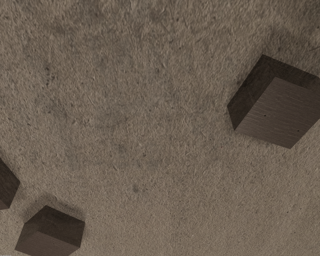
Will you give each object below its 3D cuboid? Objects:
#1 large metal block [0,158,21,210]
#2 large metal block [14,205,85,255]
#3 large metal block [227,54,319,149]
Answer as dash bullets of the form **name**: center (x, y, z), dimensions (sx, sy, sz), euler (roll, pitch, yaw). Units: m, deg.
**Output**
- **large metal block**: center (-0.271, 0.081, 0.456), dimensions (0.080, 0.050, 0.080), euler (-11, 130, 8)
- **large metal block**: center (-0.194, 0.192, 0.551), dimensions (0.080, 0.050, 0.080), euler (35, 122, -26)
- **large metal block**: center (0.139, -0.029, 0.368), dimensions (0.081, 0.050, 0.079), euler (17, 128, -15)
